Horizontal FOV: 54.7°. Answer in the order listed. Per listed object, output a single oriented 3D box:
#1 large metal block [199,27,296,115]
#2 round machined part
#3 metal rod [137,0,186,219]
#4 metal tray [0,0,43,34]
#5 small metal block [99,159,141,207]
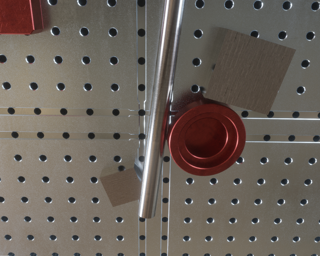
[{"bbox_3d":[0.101,-0.070,0.376,0.081,0.050,0.079,15,109,-6],"label":"large metal block"},{"bbox_3d":[0.057,0.010,0.404,0.099,0.042,0.097,-3,110,-7],"label":"round machined part"},{"bbox_3d":[0.000,-0.024,0.390,0.025,0.025,0.298,7,105,-3],"label":"metal rod"},{"bbox_3d":[-0.188,-0.173,0.344,0.091,0.030,0.129,0,110,-1],"label":"metal tray"},{"bbox_3d":[-0.051,0.079,0.442,0.050,0.025,0.050,-18,109,6],"label":"small metal block"}]
